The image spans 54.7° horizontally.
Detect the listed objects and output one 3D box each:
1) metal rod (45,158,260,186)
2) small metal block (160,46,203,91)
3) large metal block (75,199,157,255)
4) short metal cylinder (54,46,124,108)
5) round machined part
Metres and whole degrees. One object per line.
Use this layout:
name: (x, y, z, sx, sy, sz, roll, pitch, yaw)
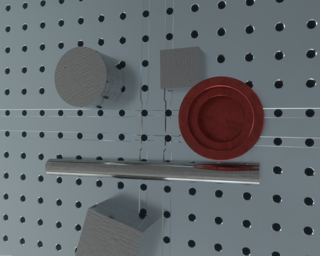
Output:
metal rod: (-0.023, 0.058, 0.419, 0.301, 0.025, 0.025, 0, 90, 19)
small metal block: (0.028, -0.076, 0.402, 0.050, 0.025, 0.050, -1, 90, 19)
large metal block: (-0.060, 0.154, 0.419, 0.080, 0.050, 0.080, 18, 96, 18)
short metal cylinder: (-0.098, -0.068, 0.432, 0.080, 0.050, 0.079, 0, 90, 19)
round machined part: (0.075, -0.011, 0.377, 0.098, 0.042, 0.097, 0, 90, 19)
